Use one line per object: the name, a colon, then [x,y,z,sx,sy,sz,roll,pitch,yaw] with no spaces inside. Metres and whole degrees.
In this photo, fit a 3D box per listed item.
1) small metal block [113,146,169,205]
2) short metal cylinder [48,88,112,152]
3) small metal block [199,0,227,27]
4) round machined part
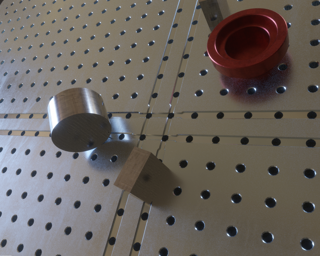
small metal block: [-0.021,0.057,0.367,0.025,0.050,0.050,17,70,34]
short metal cylinder: [-0.114,-0.010,0.437,0.080,0.080,0.050,-30,52,8]
small metal block: [0.081,-0.190,0.466,0.025,0.050,0.050,-4,60,26]
round machined part: [0.114,-0.103,0.400,0.098,0.042,0.098,-13,56,20]
